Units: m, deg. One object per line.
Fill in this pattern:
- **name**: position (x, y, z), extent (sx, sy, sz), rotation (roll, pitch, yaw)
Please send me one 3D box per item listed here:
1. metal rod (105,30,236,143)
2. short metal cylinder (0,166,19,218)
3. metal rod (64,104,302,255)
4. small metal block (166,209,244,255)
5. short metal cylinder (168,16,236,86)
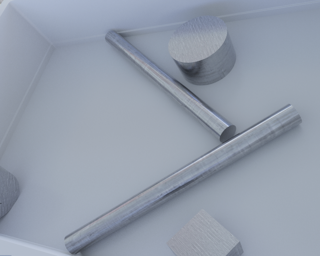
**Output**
- **metal rod**: position (-0.003, -0.077, 0.452), extent (0.025, 0.025, 0.300), rotation (-43, 51, -2)
- **short metal cylinder**: position (-0.255, 0.090, 0.446), extent (0.050, 0.080, 0.080), rotation (19, 72, 35)
- **metal rod**: position (0.020, 0.062, 0.355), extent (0.300, 0.025, 0.025), rotation (-32, 52, 7)
- **small metal block**: position (0.043, 0.116, 0.301), extent (0.050, 0.025, 0.050), rotation (-39, 44, -16)
- **short metal cylinder**: position (0.058, -0.105, 0.423), extent (0.080, 0.050, 0.080), rotation (-13, 56, 20)
